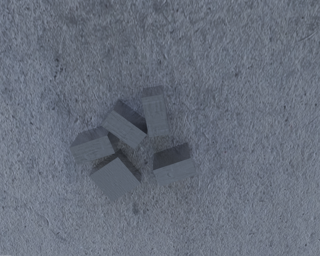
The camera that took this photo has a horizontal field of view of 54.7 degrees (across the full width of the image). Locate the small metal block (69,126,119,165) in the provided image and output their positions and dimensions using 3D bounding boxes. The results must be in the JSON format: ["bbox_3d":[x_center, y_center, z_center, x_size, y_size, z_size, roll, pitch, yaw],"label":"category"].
[{"bbox_3d":[-0.083,0.019,0.403,0.050,0.050,0.025,-18,109,6],"label":"small metal block"}]

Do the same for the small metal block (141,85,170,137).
[{"bbox_3d":[-0.005,-0.022,0.388,0.025,0.050,0.050,-9,110,3],"label":"small metal block"}]

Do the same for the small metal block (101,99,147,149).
[{"bbox_3d":[-0.043,-0.006,0.394,0.050,0.050,0.025,37,106,-13],"label":"small metal block"}]

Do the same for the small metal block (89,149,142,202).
[{"bbox_3d":[-0.061,0.067,0.434,0.050,0.025,0.050,-34,107,11],"label":"small metal block"}]

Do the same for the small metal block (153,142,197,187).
[{"bbox_3d":[0.019,0.048,0.414,0.050,0.050,0.025,-19,109,7],"label":"small metal block"}]
